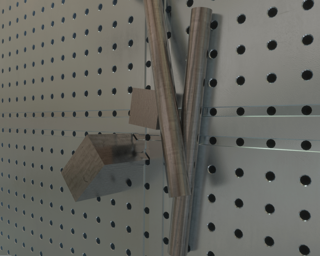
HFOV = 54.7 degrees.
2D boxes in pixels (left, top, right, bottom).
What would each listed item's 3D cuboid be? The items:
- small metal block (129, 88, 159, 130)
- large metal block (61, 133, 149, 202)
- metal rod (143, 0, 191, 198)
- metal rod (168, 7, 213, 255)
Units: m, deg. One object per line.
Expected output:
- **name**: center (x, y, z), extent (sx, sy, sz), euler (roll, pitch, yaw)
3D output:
- **small metal block**: center (-0.013, -0.026, 0.418), extent (0.050, 0.025, 0.050), euler (12, 98, 39)
- **large metal block**: center (-0.077, 0.053, 0.435), extent (0.080, 0.081, 0.050), euler (-50, 61, 28)
- **metal rod**: center (0.004, -0.067, 0.383), extent (0.025, 0.025, 0.299), euler (-19, 72, 38)
- **metal rod**: center (0.036, 0.009, 0.378), extent (0.025, 0.025, 0.298), euler (9, 96, 39)
